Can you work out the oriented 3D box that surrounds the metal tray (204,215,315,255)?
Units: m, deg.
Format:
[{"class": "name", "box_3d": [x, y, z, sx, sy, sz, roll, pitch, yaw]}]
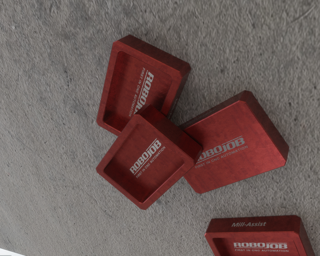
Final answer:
[{"class": "metal tray", "box_3d": [0.139, 0.169, 0.434, 0.130, 0.030, 0.090, -14, 111, 34]}]

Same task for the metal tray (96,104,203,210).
[{"class": "metal tray", "box_3d": [-0.019, 0.042, 0.399, 0.090, 0.030, 0.129, 40, 129, 0]}]

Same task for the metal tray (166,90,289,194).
[{"class": "metal tray", "box_3d": [0.074, 0.023, 0.379, 0.130, 0.030, 0.090, -30, 102, 37]}]

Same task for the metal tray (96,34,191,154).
[{"class": "metal tray", "box_3d": [-0.026, -0.039, 0.392, 0.090, 0.030, 0.129, 29, 128, 10]}]
